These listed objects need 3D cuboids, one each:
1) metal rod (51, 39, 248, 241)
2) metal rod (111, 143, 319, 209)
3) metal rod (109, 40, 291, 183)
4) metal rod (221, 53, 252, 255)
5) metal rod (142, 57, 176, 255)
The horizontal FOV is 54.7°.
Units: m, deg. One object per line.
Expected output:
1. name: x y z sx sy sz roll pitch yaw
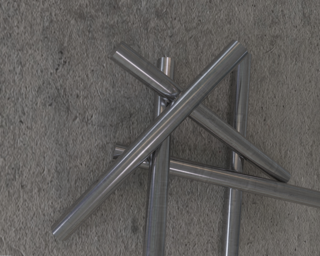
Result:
1. metal rod: -0.014 0.017 0.357 0.025 0.025 0.300 43 94 -15
2. metal rod: 0.086 0.067 0.417 0.302 0.025 0.025 14 85 -11
3. metal rod: 0.066 -0.007 0.398 0.301 0.025 0.025 35 79 -22
4. metal rod: 0.111 0.042 0.449 0.025 0.025 0.298 5 88 -20
5. metal rod: -0.001 0.054 0.369 0.025 0.025 0.299 10 72 -20
